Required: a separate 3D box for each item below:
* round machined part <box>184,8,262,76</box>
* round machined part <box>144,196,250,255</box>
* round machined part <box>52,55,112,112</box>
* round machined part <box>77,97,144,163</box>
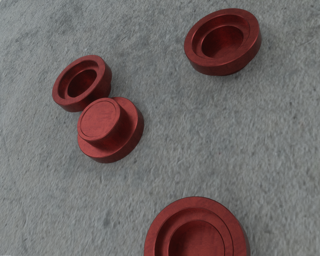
[{"bbox_3d":[0.085,-0.109,0.414,0.098,0.042,0.098,-13,56,20],"label":"round machined part"},{"bbox_3d":[0.037,0.120,0.299,0.098,0.042,0.098,-13,56,20],"label":"round machined part"},{"bbox_3d":[-0.117,-0.065,0.490,0.098,0.042,0.098,-15,53,21],"label":"round machined part"},{"bbox_3d":[-0.075,-0.004,0.433,0.098,0.042,0.098,-13,56,20],"label":"round machined part"}]
